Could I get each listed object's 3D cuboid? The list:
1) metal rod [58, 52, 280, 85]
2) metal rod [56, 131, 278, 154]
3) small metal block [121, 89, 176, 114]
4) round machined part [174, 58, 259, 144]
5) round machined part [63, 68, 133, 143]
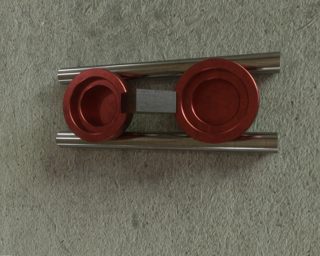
[{"bbox_3d":[-0.002,-0.076,0.410,0.301,0.025,0.025,0,90,19],"label":"metal rod"},{"bbox_3d":[-0.005,0.017,0.411,0.301,0.025,0.025,0,90,19],"label":"metal rod"},{"bbox_3d":[-0.015,-0.030,0.374,0.050,0.050,0.025,-1,89,63],"label":"small metal block"},{"bbox_3d":[0.068,-0.031,0.371,0.098,0.042,0.097,0,90,20],"label":"round machined part"},{"bbox_3d":[-0.079,-0.030,0.424,0.098,0.042,0.097,0,90,20],"label":"round machined part"}]
